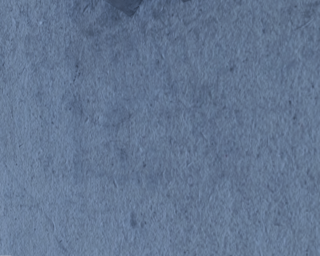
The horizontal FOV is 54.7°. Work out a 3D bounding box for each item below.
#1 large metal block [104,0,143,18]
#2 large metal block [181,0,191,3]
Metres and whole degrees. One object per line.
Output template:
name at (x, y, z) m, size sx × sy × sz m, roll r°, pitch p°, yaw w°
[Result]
large metal block at (-0.070, -0.197, 0.403) m, size 0.080 × 0.080 × 0.050 m, roll 37°, pitch 102°, yaw 16°
large metal block at (0.053, -0.212, 0.377) m, size 0.080 × 0.050 × 0.080 m, roll -10°, pitch 87°, yaw 19°
